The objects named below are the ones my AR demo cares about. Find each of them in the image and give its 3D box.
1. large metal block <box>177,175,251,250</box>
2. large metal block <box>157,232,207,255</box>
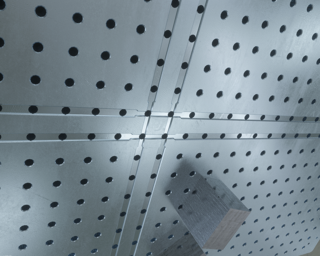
[{"bbox_3d":[0.085,0.138,0.506,0.050,0.080,0.080,20,108,-36],"label":"large metal block"},{"bbox_3d":[0.049,0.254,0.578,0.080,0.050,0.080,-35,129,-5],"label":"large metal block"}]
